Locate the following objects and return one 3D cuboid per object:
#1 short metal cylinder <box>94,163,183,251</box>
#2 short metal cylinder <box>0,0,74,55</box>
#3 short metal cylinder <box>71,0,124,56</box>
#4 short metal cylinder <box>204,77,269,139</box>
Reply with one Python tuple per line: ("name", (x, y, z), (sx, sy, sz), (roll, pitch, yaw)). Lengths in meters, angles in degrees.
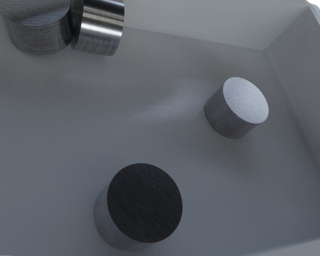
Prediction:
("short metal cylinder", (-0.024, 0.084, 0.326), (0.081, 0.050, 0.080), (14, 56, -21))
("short metal cylinder", (-0.149, -0.137, 0.380), (0.081, 0.050, 0.080), (5, 63, -9))
("short metal cylinder", (-0.085, -0.139, 0.410), (0.050, 0.080, 0.080), (5, 60, -26))
("short metal cylinder", (0.115, -0.030, 0.469), (0.081, 0.050, 0.080), (14, 56, -21))
